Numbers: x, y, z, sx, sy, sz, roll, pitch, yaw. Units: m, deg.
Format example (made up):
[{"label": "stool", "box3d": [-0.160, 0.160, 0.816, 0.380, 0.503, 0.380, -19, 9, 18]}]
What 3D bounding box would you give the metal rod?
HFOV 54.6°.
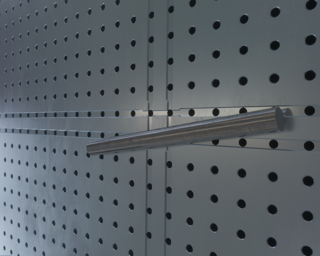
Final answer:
[{"label": "metal rod", "box3d": [0.006, 0.012, 0.405, 0.300, 0.025, 0.025, -10, 84, 39]}]
